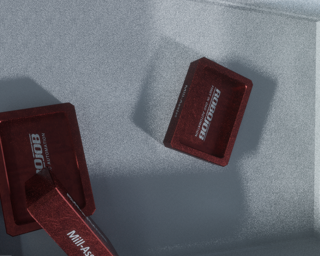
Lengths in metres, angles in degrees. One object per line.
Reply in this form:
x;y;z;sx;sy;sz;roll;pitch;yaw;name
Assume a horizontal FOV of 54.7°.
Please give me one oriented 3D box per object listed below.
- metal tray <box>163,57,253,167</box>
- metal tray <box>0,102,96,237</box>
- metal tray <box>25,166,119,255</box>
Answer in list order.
0.068;-0.021;0.432;0.091;0.030;0.130;22;83;-19;metal tray
-0.131;0.043;0.346;0.091;0.030;0.129;-11;84;-20;metal tray
-0.090;0.108;0.332;0.030;0.090;0.130;-38;111;-16;metal tray
